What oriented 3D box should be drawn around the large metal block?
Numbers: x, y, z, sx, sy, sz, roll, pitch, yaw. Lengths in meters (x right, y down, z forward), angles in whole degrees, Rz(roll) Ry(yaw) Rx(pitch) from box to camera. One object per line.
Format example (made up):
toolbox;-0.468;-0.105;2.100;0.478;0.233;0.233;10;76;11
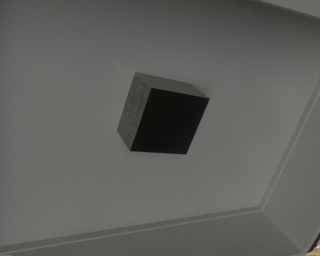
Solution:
large metal block;0.002;-0.016;0.383;0.081;0.050;0.080;6;115;-31
